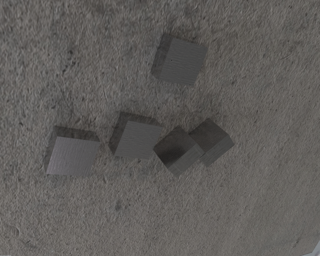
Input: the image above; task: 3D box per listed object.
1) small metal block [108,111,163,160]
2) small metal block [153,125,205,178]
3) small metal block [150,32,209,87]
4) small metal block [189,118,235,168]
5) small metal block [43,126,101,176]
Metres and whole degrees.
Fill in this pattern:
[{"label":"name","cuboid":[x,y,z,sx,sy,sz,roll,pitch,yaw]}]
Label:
[{"label":"small metal block","cuboid":[-0.032,0.011,0.396,0.050,0.025,0.050,11,113,-33]},{"label":"small metal block","cuboid":[0.024,0.031,0.423,0.050,0.050,0.025,-42,130,0]},{"label":"small metal block","cuboid":[0.022,-0.081,0.369,0.050,0.025,0.050,6,115,-31]},{"label":"small metal block","cuboid":[0.068,0.020,0.440,0.050,0.050,0.025,-39,129,-2]},{"label":"small metal block","cuboid":[-0.105,0.028,0.367,0.050,0.025,0.050,10,113,-33]}]
